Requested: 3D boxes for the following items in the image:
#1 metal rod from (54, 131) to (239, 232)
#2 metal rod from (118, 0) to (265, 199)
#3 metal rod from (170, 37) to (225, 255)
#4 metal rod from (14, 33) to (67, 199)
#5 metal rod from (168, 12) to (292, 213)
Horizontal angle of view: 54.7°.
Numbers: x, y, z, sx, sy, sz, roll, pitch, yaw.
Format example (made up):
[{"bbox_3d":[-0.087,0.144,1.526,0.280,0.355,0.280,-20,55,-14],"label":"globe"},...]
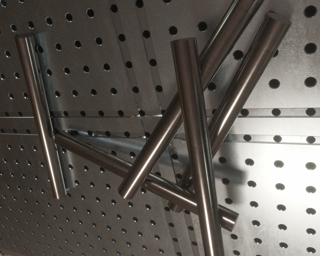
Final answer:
[{"bbox_3d":[-0.034,0.068,0.446,0.301,0.025,0.025,22,127,23],"label":"metal rod"},{"bbox_3d":[0.022,-0.021,0.355,0.025,0.025,0.298,35,120,5],"label":"metal rod"},{"bbox_3d":[0.049,0.052,0.350,0.025,0.025,0.298,1,114,27],"label":"metal rod"},{"bbox_3d":[-0.189,-0.001,0.507,0.025,0.025,0.298,13,124,20],"label":"metal rod"},{"bbox_3d":[0.068,0.008,0.379,0.025,0.025,0.298,29,128,9],"label":"metal rod"}]
